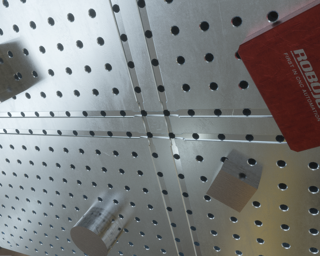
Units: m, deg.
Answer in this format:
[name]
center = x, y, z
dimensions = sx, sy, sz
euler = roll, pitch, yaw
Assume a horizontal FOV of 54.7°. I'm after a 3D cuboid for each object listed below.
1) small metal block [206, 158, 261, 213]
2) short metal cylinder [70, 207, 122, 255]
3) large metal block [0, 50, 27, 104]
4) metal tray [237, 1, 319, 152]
[small metal block]
center = 0.096, 0.076, 0.408
dimensions = 0.050, 0.025, 0.050
euler = 28, 128, 10
[short metal cylinder]
center = -0.118, 0.196, 0.579
dimensions = 0.080, 0.050, 0.079
euler = 13, 124, 21
[large metal block]
center = -0.278, -0.074, 0.495
dimensions = 0.080, 0.050, 0.080
euler = -16, 110, 34
[metal tray]
center = 0.147, -0.046, 0.302
dimensions = 0.090, 0.030, 0.130
euler = -23, 106, 36
